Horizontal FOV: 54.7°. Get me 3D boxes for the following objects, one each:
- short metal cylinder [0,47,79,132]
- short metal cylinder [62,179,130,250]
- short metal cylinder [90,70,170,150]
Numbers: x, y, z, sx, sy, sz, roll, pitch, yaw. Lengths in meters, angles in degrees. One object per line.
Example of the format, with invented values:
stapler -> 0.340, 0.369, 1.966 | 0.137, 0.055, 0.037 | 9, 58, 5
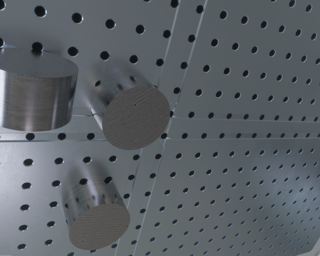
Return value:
short metal cylinder -> -0.120, -0.038, 0.287 | 0.081, 0.080, 0.050 | 1, 118, -29
short metal cylinder -> -0.087, 0.117, 0.420 | 0.081, 0.050, 0.079 | -14, 124, -21
short metal cylinder -> -0.035, -0.021, 0.363 | 0.081, 0.050, 0.079 | -14, 124, -21
